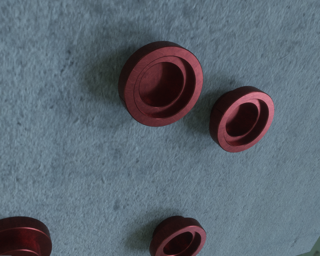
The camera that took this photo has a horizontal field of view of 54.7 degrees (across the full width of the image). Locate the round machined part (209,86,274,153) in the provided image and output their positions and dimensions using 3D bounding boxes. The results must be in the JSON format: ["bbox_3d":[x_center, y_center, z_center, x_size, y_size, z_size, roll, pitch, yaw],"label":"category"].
[{"bbox_3d":[0.113,-0.016,0.450,0.099,0.042,0.097,-14,125,-21],"label":"round machined part"}]

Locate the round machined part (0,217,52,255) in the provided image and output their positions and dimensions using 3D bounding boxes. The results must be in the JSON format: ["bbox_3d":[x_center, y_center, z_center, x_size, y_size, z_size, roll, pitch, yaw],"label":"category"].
[{"bbox_3d":[-0.189,0.165,0.395,0.099,0.042,0.097,-14,125,-21],"label":"round machined part"}]

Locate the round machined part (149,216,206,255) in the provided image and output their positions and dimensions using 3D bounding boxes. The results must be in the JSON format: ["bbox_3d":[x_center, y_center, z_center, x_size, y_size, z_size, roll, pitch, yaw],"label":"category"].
[{"bbox_3d":[0.026,0.190,0.530,0.099,0.042,0.097,-14,125,-21],"label":"round machined part"}]

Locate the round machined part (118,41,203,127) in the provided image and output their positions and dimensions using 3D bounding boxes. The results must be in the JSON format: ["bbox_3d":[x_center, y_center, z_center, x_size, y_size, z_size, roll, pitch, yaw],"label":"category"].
[{"bbox_3d":[-0.003,-0.054,0.363,0.099,0.042,0.097,-14,125,-21],"label":"round machined part"}]
